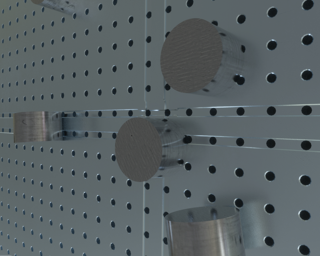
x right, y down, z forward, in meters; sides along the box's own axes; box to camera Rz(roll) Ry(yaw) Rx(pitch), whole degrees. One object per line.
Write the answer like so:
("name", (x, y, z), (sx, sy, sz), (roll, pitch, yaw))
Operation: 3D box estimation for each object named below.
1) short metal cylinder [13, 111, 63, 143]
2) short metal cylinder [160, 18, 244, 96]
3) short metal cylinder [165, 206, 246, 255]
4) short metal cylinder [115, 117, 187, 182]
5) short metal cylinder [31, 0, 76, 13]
("short metal cylinder", (-0.215, 0.000, 0.547), (0.080, 0.081, 0.050), (-5, 87, 39))
("short metal cylinder", (0.047, -0.078, 0.353), (0.080, 0.050, 0.079), (0, 90, 39))
("short metal cylinder", (0.048, 0.117, 0.333), (0.080, 0.081, 0.050), (-11, 83, 39))
("short metal cylinder", (-0.012, 0.026, 0.401), (0.080, 0.050, 0.079), (0, 90, 39))
("short metal cylinder", (-0.188, -0.251, 0.545), (0.080, 0.050, 0.079), (0, 90, 39))
